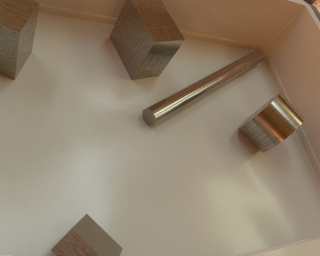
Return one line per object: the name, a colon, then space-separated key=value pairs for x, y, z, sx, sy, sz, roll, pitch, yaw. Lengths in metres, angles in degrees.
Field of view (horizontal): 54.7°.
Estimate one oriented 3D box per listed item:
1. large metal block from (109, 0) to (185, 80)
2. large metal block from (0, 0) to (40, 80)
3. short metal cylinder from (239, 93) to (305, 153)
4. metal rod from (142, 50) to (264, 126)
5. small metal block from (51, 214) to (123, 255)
large metal block: x=-0.021 y=-0.127 z=0.437 sx=0.050 sy=0.080 sz=0.080 roll=-16 pitch=70 yaw=-35
large metal block: x=-0.186 y=-0.110 z=0.337 sx=0.080 sy=0.080 sz=0.050 roll=22 pitch=54 yaw=-15
short metal cylinder: x=0.167 y=-0.008 z=0.468 sx=0.050 sy=0.080 sz=0.081 roll=49 pitch=51 yaw=5
metal rod: x=0.087 y=-0.076 z=0.500 sx=0.302 sy=0.025 sz=0.025 roll=-31 pitch=80 yaw=-38
small metal block: x=-0.065 y=0.111 z=0.285 sx=0.050 sy=0.050 sz=0.025 roll=44 pitch=90 yaw=2
